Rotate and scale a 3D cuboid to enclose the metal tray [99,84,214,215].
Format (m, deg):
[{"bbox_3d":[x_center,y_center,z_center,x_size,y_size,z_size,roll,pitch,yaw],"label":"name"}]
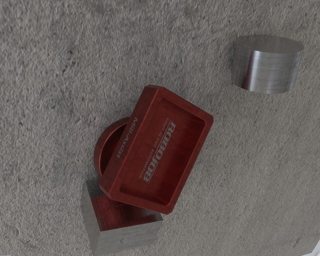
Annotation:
[{"bbox_3d":[-0.001,0.027,0.358,0.090,0.030,0.130,27,87,-34],"label":"metal tray"}]

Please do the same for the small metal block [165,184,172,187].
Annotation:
[{"bbox_3d":[-0.004,0.094,0.463,0.050,0.025,0.050,-4,120,-27],"label":"small metal block"}]

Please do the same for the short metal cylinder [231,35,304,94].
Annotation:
[{"bbox_3d":[0.134,-0.083,0.393,0.081,0.080,0.050,-13,124,-22],"label":"short metal cylinder"}]

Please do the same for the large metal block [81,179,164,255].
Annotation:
[{"bbox_3d":[-0.053,0.112,0.408,0.081,0.080,0.050,-1,127,-28],"label":"large metal block"}]

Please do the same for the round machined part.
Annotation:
[{"bbox_3d":[-0.029,0.038,0.387,0.099,0.042,0.097,-8,106,-30],"label":"round machined part"}]
